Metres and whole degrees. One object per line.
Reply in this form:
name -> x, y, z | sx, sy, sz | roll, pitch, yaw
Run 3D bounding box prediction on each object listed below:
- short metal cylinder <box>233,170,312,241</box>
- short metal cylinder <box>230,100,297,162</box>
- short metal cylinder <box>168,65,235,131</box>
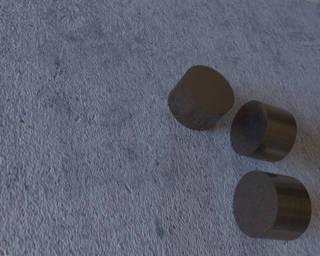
short metal cylinder -> 0.136, 0.096, 0.383 | 0.050, 0.080, 0.080 | 12, 57, -22
short metal cylinder -> 0.146, 0.005, 0.443 | 0.050, 0.080, 0.080 | 14, 56, -21
short metal cylinder -> 0.059, -0.043, 0.445 | 0.081, 0.050, 0.080 | 14, 56, -21
